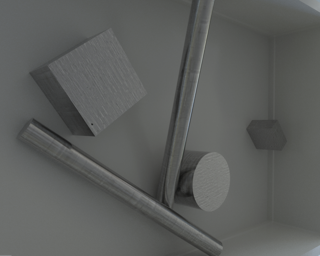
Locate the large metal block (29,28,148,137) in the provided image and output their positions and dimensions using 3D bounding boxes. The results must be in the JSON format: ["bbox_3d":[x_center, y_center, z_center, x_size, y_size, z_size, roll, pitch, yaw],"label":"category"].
[{"bbox_3d":[-0.073,-0.047,0.330,0.080,0.050,0.080,-44,117,-31],"label":"large metal block"}]

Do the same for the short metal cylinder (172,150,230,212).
[{"bbox_3d":[0.054,0.072,0.437,0.081,0.050,0.079,0,90,-42],"label":"short metal cylinder"}]

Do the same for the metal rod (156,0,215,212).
[{"bbox_3d":[0.029,-0.033,0.376,0.025,0.025,0.298,-3,110,-40],"label":"metal rod"}]

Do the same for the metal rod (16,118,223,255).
[{"bbox_3d":[-0.026,0.085,0.366,0.301,0.025,0.025,39,66,-27],"label":"metal rod"}]

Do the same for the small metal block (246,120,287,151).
[{"bbox_3d":[0.191,0.012,0.554,0.025,0.050,0.050,-49,119,-29],"label":"small metal block"}]
